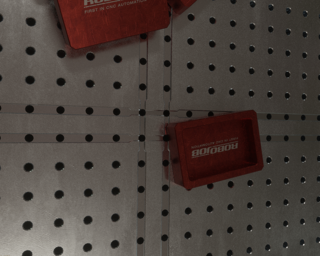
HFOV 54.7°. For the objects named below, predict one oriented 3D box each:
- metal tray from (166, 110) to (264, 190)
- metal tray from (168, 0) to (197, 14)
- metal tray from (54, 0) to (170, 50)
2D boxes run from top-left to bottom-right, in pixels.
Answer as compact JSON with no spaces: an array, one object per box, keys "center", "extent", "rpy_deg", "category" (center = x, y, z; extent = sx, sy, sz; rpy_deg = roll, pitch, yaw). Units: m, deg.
[{"center":[0.080,0.027,0.441],"extent":[0.131,0.030,0.089],"rpy_deg":[-10,94,-20],"category":"metal tray"},{"center":[0.019,-0.235,0.418],"extent":[0.090,0.030,0.130],"rpy_deg":[-46,105,-14],"category":"metal tray"},{"center":[-0.057,-0.154,0.371],"extent":[0.131,0.030,0.089],"rpy_deg":[-20,120,-19],"category":"metal tray"}]
